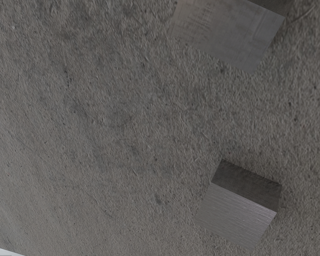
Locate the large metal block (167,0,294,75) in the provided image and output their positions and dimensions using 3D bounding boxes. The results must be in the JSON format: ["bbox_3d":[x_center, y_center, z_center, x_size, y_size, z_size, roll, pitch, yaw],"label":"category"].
[{"bbox_3d":[0.065,-0.099,0.275,0.080,0.080,0.050,29,128,10],"label":"large metal block"}]

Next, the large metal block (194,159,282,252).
[{"bbox_3d":[0.099,0.099,0.400,0.080,0.050,0.079,24,127,13],"label":"large metal block"}]
